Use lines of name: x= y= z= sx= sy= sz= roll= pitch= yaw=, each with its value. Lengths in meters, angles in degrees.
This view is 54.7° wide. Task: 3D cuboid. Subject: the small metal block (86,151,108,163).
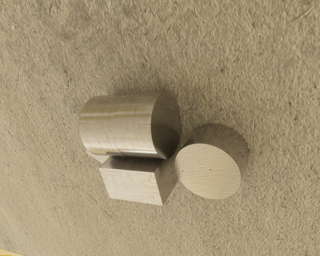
small metal block: x=-0.078 y=0.028 z=0.468 sx=0.050 sy=0.025 sz=0.050 roll=33 pitch=129 yaw=6

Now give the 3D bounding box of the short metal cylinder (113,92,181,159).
short metal cylinder: x=-0.013 y=-0.003 z=0.378 sx=0.050 sy=0.080 sz=0.080 roll=1 pitch=119 yaw=28

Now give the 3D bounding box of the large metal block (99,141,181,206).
large metal block: x=-0.021 y=0.054 z=0.418 sx=0.080 sy=0.080 sz=0.050 roll=1 pitch=119 yaw=28

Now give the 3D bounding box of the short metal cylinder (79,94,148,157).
short metal cylinder: x=-0.058 y=-0.003 z=0.402 sx=0.050 sy=0.080 sz=0.080 roll=1 pitch=119 yaw=28

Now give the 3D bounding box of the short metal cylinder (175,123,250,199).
short metal cylinder: x=0.065 y=0.040 z=0.382 sx=0.080 sy=0.050 sz=0.079 roll=13 pitch=124 yaw=21
